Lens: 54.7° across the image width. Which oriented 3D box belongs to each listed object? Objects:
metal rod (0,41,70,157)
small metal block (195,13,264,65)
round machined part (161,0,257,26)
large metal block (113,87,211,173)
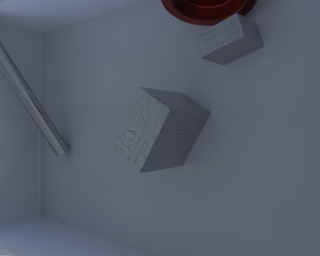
[{"bbox_3d":[-0.243,-0.083,0.519,0.025,0.025,0.299,-22,104,38],"label":"metal rod"},{"bbox_3d":[0.074,-0.092,0.328,0.050,0.050,0.025,-21,77,38],"label":"small metal block"},{"bbox_3d":[0.051,-0.151,0.319,0.098,0.098,0.042,-7,71,39],"label":"round machined part"},{"bbox_3d":[0.003,0.002,0.367,0.050,0.081,0.079,39,114,33],"label":"large metal block"}]
